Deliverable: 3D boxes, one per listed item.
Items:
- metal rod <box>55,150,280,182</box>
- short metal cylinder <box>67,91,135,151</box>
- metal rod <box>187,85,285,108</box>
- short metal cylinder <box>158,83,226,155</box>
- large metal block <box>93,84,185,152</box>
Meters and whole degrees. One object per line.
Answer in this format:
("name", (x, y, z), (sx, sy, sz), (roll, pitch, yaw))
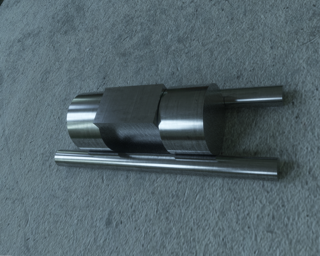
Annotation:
("metal rod", (-0.012, 0.043, 0.386), (0.300, 0.025, 0.025), (0, 62, 28))
("short metal cylinder", (-0.077, -0.009, 0.416), (0.050, 0.080, 0.080), (-1, 61, 28))
("metal rod", (0.008, -0.036, 0.424), (0.300, 0.025, 0.025), (0, 62, 28))
("short metal cylinder", (0.039, -0.010, 0.355), (0.050, 0.080, 0.080), (-1, 61, 28))
("large metal block", (-0.020, -0.009, 0.383), (0.080, 0.080, 0.050), (0, 62, 28))
